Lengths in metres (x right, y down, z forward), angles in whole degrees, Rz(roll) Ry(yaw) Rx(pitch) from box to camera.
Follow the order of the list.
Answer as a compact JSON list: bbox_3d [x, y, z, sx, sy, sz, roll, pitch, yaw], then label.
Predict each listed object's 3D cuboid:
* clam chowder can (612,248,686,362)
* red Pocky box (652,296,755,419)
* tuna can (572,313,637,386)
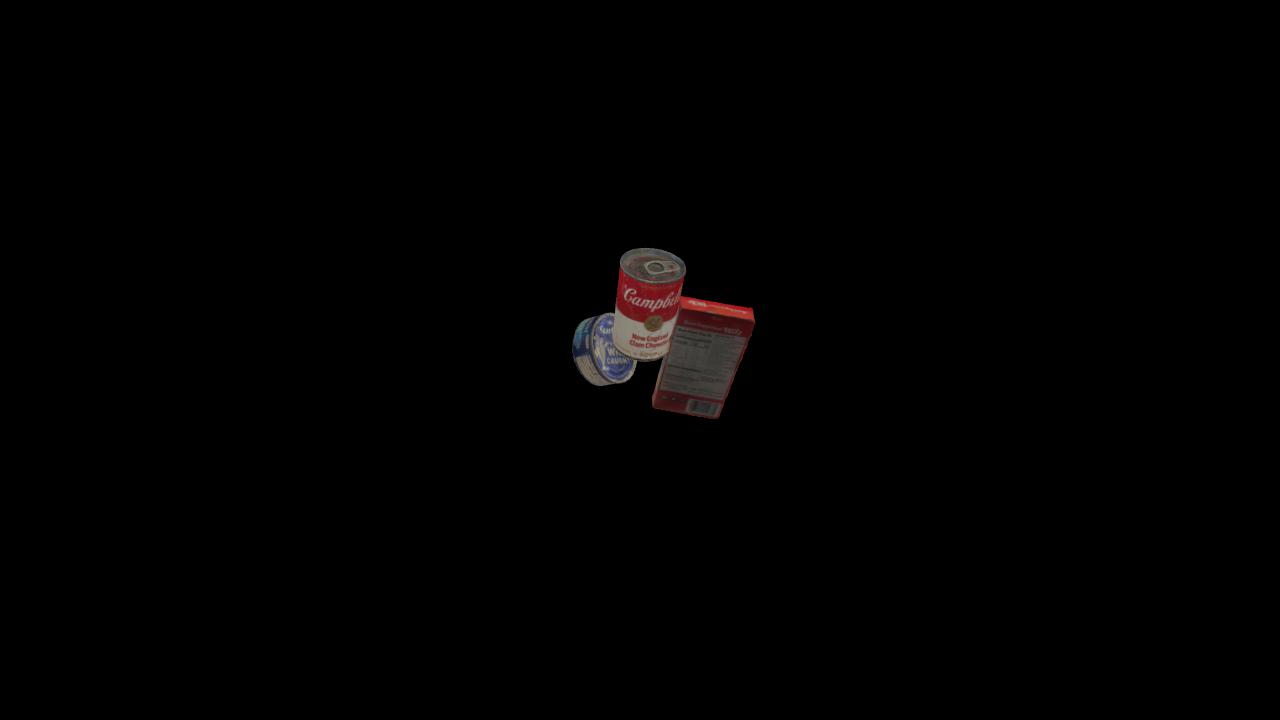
[{"bbox_3d":[0.007,-0.057,0.648,0.068,0.102,0.068,5,39,-4],"label":"clam chowder can"},{"bbox_3d":[0.068,0.001,0.690,0.083,0.155,0.028,11,42,-3],"label":"red Pocky box"},{"bbox_3d":[-0.041,-0.012,0.725,0.034,0.084,0.084,-11,-6,35],"label":"tuna can"}]
